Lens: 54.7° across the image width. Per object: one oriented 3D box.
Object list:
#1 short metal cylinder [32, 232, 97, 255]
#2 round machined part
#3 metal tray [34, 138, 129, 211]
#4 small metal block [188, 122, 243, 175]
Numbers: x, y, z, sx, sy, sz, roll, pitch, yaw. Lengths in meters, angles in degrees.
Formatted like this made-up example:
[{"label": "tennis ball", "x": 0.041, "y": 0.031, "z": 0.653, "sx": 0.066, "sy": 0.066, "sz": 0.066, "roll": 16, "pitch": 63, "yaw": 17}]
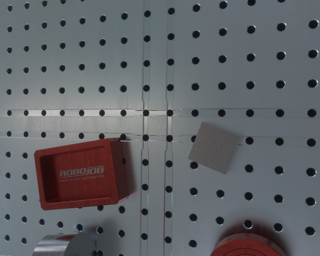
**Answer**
[{"label": "short metal cylinder", "x": -0.131, "y": 0.187, "z": 0.429, "sx": 0.050, "sy": 0.080, "sz": 0.080, "roll": -9, "pitch": 87, "yaw": 20}, {"label": "round machined part", "x": 0.106, "y": 0.173, "z": 0.366, "sx": 0.098, "sy": 0.042, "sz": 0.097, "roll": 0, "pitch": 90, "yaw": 20}, {"label": "metal tray", "x": -0.116, "y": 0.068, "z": 0.450, "sx": 0.130, "sy": 0.030, "sz": 0.089, "roll": -10, "pitch": 87, "yaw": 19}, {"label": "small metal block", "x": 0.070, "y": 0.024, "z": 0.388, "sx": 0.050, "sy": 0.025, "sz": 0.050, "roll": 22, "pitch": 97, "yaw": 18}]
